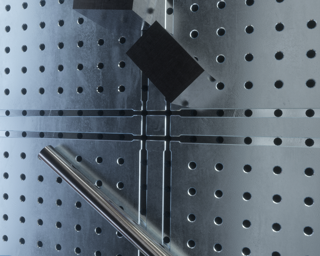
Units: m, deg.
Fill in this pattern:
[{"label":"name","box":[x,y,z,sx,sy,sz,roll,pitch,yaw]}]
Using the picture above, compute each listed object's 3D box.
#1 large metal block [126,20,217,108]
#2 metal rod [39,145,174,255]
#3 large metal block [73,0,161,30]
[{"label":"large metal block","box":[0.017,-0.073,0.377,0.050,0.080,0.080,-44,77,14]},{"label":"metal rod","box":[-0.060,0.124,0.432,0.300,0.025,0.025,38,102,15]},{"label":"large metal block","box":[-0.052,-0.164,0.401,0.080,0.080,0.050,8,93,19]}]
